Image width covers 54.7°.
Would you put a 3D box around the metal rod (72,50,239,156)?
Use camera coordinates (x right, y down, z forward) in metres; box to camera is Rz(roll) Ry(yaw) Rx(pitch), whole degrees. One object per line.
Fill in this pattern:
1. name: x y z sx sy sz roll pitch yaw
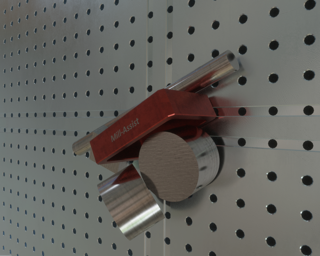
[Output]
1. metal rod: -0.028 -0.020 0.427 0.299 0.025 0.025 -27 73 36

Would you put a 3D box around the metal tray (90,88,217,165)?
1. metal tray: -0.010 0.002 0.370 0.130 0.091 0.030 -33 70 35

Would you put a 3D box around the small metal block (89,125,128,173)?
1. small metal block: -0.072 0.031 0.447 0.050 0.025 0.050 26 123 17

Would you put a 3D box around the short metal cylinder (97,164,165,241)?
1. short metal cylinder: -0.036 0.092 0.389 0.050 0.080 0.080 -31 64 -9

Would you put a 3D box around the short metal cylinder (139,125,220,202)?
1. short metal cylinder: 0.022 0.040 0.363 0.080 0.050 0.079 7 103 35
